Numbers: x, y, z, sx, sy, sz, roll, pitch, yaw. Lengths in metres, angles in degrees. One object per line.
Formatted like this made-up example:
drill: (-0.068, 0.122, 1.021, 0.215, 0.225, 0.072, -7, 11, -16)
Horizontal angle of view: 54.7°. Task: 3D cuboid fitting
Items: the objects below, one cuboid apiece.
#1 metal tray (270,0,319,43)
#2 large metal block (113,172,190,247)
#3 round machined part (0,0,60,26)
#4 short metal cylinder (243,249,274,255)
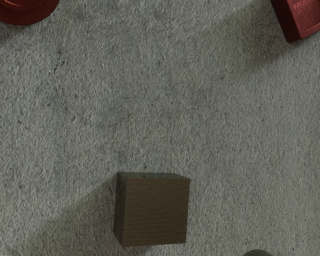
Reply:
metal tray: (0.246, -0.204, 0.498, 0.131, 0.030, 0.090, -29, 100, -18)
large metal block: (-0.012, 0.100, 0.393, 0.081, 0.050, 0.080, 5, 89, -20)
round machined part: (-0.152, -0.159, 0.326, 0.099, 0.042, 0.097, -13, 116, -29)
short metal cylinder: (0.155, 0.228, 0.455, 0.081, 0.050, 0.079, 0, 90, -21)
